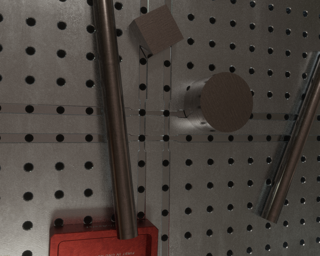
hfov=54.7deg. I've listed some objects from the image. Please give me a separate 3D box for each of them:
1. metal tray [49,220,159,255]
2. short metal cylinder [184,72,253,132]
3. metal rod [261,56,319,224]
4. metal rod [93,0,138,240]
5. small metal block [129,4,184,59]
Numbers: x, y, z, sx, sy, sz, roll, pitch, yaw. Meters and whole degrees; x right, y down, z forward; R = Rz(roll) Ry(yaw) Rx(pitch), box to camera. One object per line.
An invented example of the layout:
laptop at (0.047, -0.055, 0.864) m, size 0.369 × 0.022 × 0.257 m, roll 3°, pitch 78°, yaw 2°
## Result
metal tray at (-0.070, 0.167, 0.385) m, size 0.131 × 0.030 × 0.089 m, roll 3°, pitch 89°, yaw -21°
short metal cylinder at (0.080, -0.034, 0.430) m, size 0.081 × 0.050 × 0.079 m, roll 0°, pitch 90°, yaw -21°
metal rod at (0.226, 0.007, 0.498) m, size 0.025 × 0.025 × 0.299 m, roll 27°, pitch 81°, yaw -19°
metal rod at (-0.055, -0.020, 0.376) m, size 0.025 × 0.025 × 0.298 m, roll -5°, pitch 86°, yaw -20°
small metal block at (-0.004, -0.128, 0.412) m, size 0.050 × 0.025 × 0.050 m, roll -32°, pitch 101°, yaw -17°
